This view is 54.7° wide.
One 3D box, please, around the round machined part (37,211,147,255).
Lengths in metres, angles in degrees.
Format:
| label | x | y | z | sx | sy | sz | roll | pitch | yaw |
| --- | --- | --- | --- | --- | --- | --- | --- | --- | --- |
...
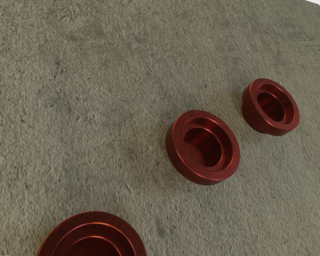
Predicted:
| label | x | y | z | sx | sy | sz | roll | pitch | yaw |
| --- | --- | --- | --- | --- | --- | --- | --- | --- | --- |
| round machined part | -0.064 | 0.129 | 0.280 | 0.099 | 0.042 | 0.098 | 14 | 56 | -21 |

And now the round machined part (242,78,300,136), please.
| label | x | y | z | sx | sy | sz | roll | pitch | yaw |
| --- | --- | --- | --- | --- | --- | --- | --- | --- | --- |
| round machined part | 0.174 | -0.030 | 0.504 | 0.099 | 0.042 | 0.098 | 14 | 56 | -21 |

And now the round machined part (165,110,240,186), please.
| label | x | y | z | sx | sy | sz | roll | pitch | yaw |
| --- | --- | --- | --- | --- | --- | --- | --- | --- | --- |
| round machined part | 0.051 | 0.028 | 0.403 | 0.099 | 0.042 | 0.098 | 14 | 56 | -21 |
